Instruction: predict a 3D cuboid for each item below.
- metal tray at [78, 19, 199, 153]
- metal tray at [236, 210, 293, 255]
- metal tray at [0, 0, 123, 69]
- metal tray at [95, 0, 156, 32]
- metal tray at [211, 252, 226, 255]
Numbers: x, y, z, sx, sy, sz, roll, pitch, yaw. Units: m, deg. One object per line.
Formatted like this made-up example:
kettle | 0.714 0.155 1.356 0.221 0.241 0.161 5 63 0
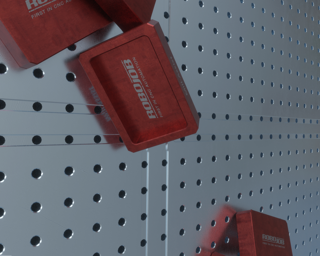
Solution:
metal tray | -0.020 -0.043 0.351 0.030 0.090 0.129 -71 139 -62
metal tray | 0.188 0.202 0.548 0.131 0.030 0.090 25 54 -38
metal tray | -0.107 -0.131 0.317 0.131 0.030 0.090 -43 116 -32
metal tray | -0.037 -0.184 0.347 0.090 0.030 0.130 42 51 -44
metal tray | 0.114 0.272 0.504 0.130 0.030 0.090 45 63 -31
